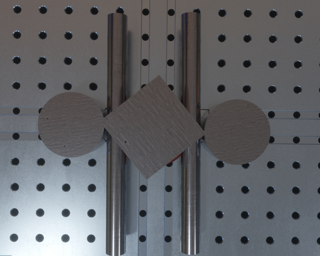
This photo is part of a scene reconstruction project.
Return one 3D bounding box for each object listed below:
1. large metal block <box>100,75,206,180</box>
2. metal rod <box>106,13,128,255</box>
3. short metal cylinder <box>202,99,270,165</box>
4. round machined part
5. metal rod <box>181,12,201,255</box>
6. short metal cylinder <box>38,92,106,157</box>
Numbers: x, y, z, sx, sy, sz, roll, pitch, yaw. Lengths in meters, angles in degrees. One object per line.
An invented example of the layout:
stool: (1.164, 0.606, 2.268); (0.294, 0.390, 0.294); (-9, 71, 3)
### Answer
large metal block: (-0.008, -0.001, 0.353); (0.080, 0.050, 0.080); (-38, 90, 0)
metal rod: (-0.055, 0.008, 0.392); (0.025, 0.025, 0.298); (0, 90, 0)
short metal cylinder: (0.094, 0.005, 0.401); (0.081, 0.050, 0.080); (0, 90, 0)
round machined part: (-0.008, 0.003, 0.405); (0.099, 0.042, 0.097); (0, 90, 0)
metal rod: (0.039, 0.007, 0.392); (0.025, 0.025, 0.298); (0, 90, 0)
short metal cylinder: (-0.108, -0.004, 0.400); (0.081, 0.050, 0.080); (0, 90, 0)
